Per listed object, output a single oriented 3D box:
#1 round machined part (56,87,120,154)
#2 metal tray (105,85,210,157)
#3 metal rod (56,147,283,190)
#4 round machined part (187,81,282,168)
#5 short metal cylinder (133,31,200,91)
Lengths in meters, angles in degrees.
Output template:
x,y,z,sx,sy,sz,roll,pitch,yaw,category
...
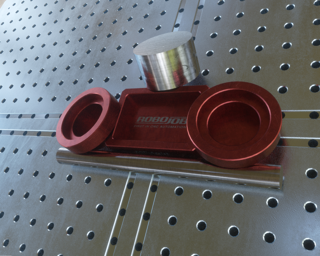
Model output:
x,y,z,sx,sy,sz,roll,pitch,yaw,category
-0.096,-0.006,0.441,0.098,0.042,0.098,-20,49,25,round machined part
0.000,-0.009,0.405,0.130,0.030,0.090,1,63,28,metal tray
-0.011,0.045,0.381,0.300,0.025,0.025,2,63,29,metal rod
0.082,-0.001,0.343,0.098,0.042,0.098,-9,58,14,round machined part
0.010,-0.092,0.420,0.080,0.050,0.080,-13,31,8,short metal cylinder
